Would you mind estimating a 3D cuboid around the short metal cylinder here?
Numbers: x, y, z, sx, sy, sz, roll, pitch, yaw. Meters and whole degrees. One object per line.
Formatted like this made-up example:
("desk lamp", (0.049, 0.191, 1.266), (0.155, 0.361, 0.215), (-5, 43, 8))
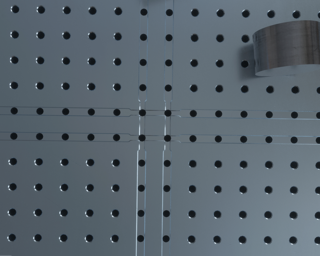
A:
("short metal cylinder", (0.160, -0.096, 0.388), (0.081, 0.080, 0.050), (-4, 90, -1))
